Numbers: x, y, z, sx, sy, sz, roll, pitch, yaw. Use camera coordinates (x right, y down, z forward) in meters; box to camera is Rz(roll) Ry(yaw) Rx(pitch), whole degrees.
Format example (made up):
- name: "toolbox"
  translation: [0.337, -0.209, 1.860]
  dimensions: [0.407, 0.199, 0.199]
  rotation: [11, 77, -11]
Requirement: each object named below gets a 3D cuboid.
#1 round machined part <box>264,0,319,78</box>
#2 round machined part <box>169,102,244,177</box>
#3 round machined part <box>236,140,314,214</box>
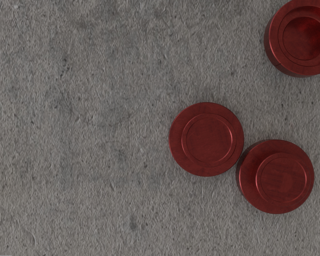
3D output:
- name: "round machined part"
  translation: [0.183, -0.114, 0.403]
  dimensions: [0.099, 0.042, 0.097]
  rotation: [0, 90, 0]
- name: "round machined part"
  translation: [0.060, 0.015, 0.402]
  dimensions: [0.099, 0.042, 0.097]
  rotation: [0, 90, 0]
- name: "round machined part"
  translation: [0.152, 0.064, 0.402]
  dimensions: [0.099, 0.042, 0.097]
  rotation: [0, 90, 0]
